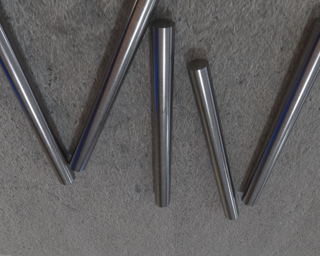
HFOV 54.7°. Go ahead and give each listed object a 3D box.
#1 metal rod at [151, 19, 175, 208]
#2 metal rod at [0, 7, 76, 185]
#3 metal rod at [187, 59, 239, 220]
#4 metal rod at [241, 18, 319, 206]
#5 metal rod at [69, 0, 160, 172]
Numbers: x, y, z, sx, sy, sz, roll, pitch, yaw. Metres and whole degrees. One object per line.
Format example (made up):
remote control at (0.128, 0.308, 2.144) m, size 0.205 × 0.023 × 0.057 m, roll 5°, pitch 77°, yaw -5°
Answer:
metal rod at (0.004, 0.007, 0.412) m, size 0.025 × 0.025 × 0.298 m, roll 0°, pitch 130°, yaw 0°
metal rod at (-0.158, -0.036, 0.374) m, size 0.025 × 0.025 × 0.298 m, roll -5°, pitch 130°, yaw 4°
metal rod at (0.083, 0.038, 0.440) m, size 0.025 × 0.025 × 0.299 m, roll -12°, pitch 129°, yaw 10°
metal rod at (0.159, 0.005, 0.412) m, size 0.025 × 0.025 × 0.298 m, roll 4°, pitch 130°, yaw -3°
metal rod at (-0.059, -0.049, 0.364) m, size 0.025 × 0.025 × 0.298 m, roll 19°, pitch 128°, yaw -16°
